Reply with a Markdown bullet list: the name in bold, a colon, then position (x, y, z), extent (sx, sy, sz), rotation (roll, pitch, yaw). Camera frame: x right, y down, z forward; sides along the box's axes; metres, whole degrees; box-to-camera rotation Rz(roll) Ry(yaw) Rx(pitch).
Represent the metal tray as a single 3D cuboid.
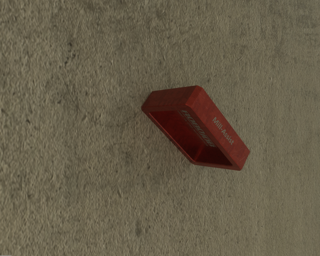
- **metal tray**: position (0.047, 0.003, 0.406), extent (0.130, 0.090, 0.030), rotation (47, 62, -30)
